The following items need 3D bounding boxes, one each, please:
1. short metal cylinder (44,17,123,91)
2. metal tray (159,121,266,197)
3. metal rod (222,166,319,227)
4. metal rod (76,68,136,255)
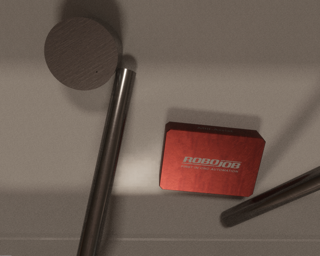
[{"bbox_3d":[-0.087,-0.089,0.364,0.081,0.050,0.079,0,110,-1],"label":"short metal cylinder"},{"bbox_3d":[0.068,0.044,0.426,0.131,0.030,0.089,6,110,-3],"label":"metal tray"},{"bbox_3d":[0.191,0.061,0.372,0.025,0.025,0.299,38,130,-13],"label":"metal rod"},{"bbox_3d":[-0.071,0.075,0.373,0.025,0.025,0.298,12,85,-5],"label":"metal rod"}]
